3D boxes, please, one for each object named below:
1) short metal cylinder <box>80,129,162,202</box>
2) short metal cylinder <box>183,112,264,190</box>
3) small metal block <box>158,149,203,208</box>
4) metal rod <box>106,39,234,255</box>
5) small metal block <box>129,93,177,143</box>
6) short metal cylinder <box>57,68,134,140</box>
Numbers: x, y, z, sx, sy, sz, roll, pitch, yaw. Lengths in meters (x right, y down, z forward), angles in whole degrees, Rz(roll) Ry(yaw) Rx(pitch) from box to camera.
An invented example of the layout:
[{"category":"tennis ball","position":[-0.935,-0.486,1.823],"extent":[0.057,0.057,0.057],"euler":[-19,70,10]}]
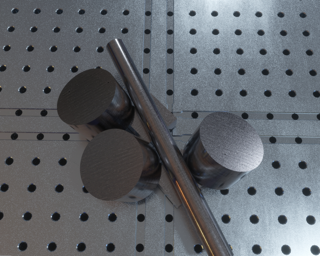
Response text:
[{"category":"short metal cylinder","position":[-0.045,0.045,0.363],"extent":[0.080,0.050,0.080],"euler":[-6,73,21]},{"category":"short metal cylinder","position":[0.074,0.027,0.372],"extent":[0.081,0.050,0.080],"euler":[11,53,-15]},{"category":"small metal block","position":[0.024,0.063,0.385],"extent":[0.050,0.025,0.050],"euler":[-38,75,-13]},{"category":"metal rod","position":[0.003,0.014,0.376],"extent":[0.025,0.025,0.299],"euler":[-24,72,-9]},{"category":"small metal block","position":[-0.013,-0.009,0.411],"extent":[0.050,0.025,0.050],"euler":[-41,75,-14]},{"category":"short metal cylinder","position":[-0.080,-0.028,0.389],"extent":[0.080,0.050,0.080],"euler":[-10,60,18]}]
